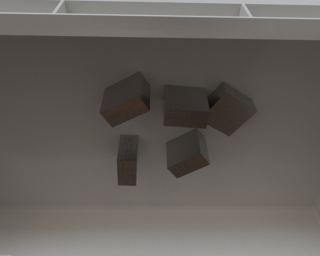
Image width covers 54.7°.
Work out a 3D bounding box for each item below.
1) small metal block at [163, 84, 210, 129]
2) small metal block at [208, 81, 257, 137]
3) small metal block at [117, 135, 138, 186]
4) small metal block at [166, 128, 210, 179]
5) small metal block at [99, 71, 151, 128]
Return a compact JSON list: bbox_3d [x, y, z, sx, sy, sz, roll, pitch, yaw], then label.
[{"bbox_3d":[0.030,-0.026,0.371,0.050,0.050,0.025,4,130,-4],"label":"small metal block"},{"bbox_3d":[0.084,-0.023,0.391,0.050,0.025,0.050,27,125,-22],"label":"small metal block"},{"bbox_3d":[-0.044,0.045,0.430,0.025,0.050,0.050,2,130,-2],"label":"small metal block"},{"bbox_3d":[0.037,0.034,0.422,0.050,0.050,0.025,-27,125,21],"label":"small metal block"},{"bbox_3d":[-0.039,-0.034,0.363,0.050,0.050,0.025,-23,127,18],"label":"small metal block"}]
